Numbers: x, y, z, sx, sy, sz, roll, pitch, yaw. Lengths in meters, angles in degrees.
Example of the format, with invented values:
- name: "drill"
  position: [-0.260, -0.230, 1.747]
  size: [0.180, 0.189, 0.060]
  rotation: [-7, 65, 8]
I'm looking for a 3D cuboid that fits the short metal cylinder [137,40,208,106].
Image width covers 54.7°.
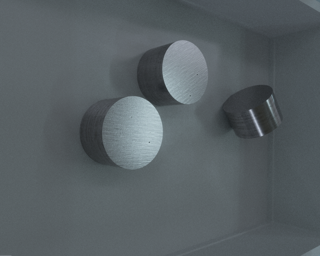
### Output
- name: "short metal cylinder"
  position: [0.017, -0.070, 0.407]
  size: [0.081, 0.050, 0.079]
  rotation: [0, 90, -40]

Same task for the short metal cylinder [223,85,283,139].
- name: "short metal cylinder"
  position: [0.149, -0.027, 0.499]
  size: [0.080, 0.080, 0.050]
  rotation: [-45, 117, -31]

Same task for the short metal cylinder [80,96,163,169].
- name: "short metal cylinder"
  position: [-0.044, 0.005, 0.355]
  size: [0.081, 0.050, 0.079]
  rotation: [0, 90, -40]
